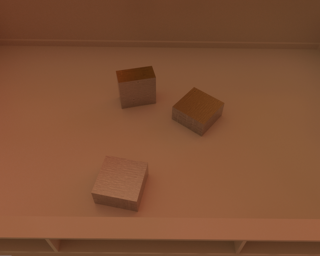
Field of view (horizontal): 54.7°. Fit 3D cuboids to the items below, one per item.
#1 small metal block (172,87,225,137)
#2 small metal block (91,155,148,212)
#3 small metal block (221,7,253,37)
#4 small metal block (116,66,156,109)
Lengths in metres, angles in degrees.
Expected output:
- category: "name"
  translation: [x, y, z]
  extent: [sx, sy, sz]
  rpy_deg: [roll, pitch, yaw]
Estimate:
- category: "small metal block"
  translation: [0.052, -0.023, 0.425]
  extent: [0.050, 0.025, 0.050]
  rpy_deg: [32, 57, 24]
- category: "small metal block"
  translation: [-0.044, 0.062, 0.352]
  extent: [0.050, 0.025, 0.050]
  rpy_deg: [9, 51, 7]
- category: "small metal block"
  translation: [0.143, -0.197, 0.575]
  extent: [0.050, 0.025, 0.050]
  rpy_deg: [11, 51, 9]
- category: "small metal block"
  translation: [-0.033, -0.057, 0.436]
  extent: [0.050, 0.050, 0.025]
  rpy_deg: [-10, 51, -9]
